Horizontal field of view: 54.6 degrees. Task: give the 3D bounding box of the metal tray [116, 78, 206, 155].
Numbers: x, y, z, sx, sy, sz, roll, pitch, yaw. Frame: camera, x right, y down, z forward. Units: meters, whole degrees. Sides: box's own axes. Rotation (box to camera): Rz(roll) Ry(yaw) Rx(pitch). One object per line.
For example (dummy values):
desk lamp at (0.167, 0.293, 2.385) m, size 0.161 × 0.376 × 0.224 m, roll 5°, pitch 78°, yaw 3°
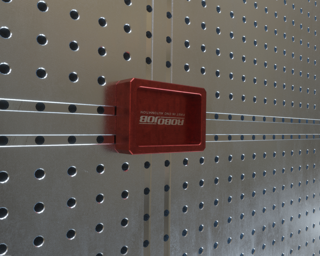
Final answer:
metal tray at (0.006, -0.013, 0.409) m, size 0.131 × 0.030 × 0.090 m, roll 1°, pitch 89°, yaw -40°
